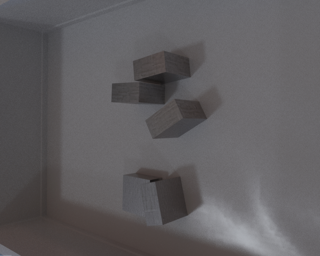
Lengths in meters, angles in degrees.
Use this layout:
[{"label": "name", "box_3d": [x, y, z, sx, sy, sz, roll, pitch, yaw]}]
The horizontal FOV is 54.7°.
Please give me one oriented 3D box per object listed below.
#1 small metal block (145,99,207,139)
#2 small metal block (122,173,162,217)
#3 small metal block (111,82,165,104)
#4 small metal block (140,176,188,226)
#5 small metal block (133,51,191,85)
[{"label": "small metal block", "box_3d": [0.020, -0.010, 0.374, 0.050, 0.050, 0.025, -35, 69, 34]}, {"label": "small metal block", "box_3d": [-0.025, 0.091, 0.428, 0.050, 0.025, 0.050, 3, 92, 40]}, {"label": "small metal block", "box_3d": [-0.029, -0.045, 0.414, 0.050, 0.050, 0.025, 4, 93, 40]}, {"label": "small metal block", "box_3d": [0.005, 0.090, 0.386, 0.025, 0.050, 0.050, -18, 79, 39]}, {"label": "small metal block", "box_3d": [0.003, -0.074, 0.389, 0.050, 0.050, 0.025, -8, 85, 40]}]
